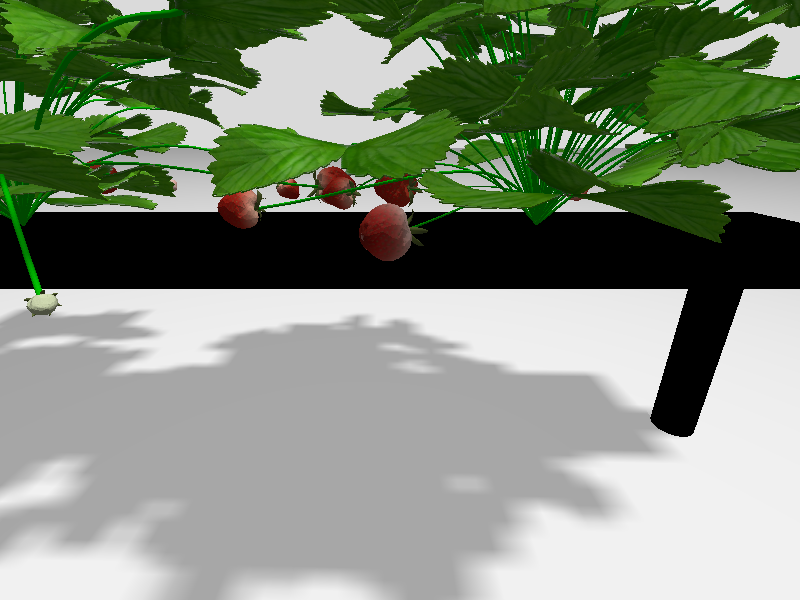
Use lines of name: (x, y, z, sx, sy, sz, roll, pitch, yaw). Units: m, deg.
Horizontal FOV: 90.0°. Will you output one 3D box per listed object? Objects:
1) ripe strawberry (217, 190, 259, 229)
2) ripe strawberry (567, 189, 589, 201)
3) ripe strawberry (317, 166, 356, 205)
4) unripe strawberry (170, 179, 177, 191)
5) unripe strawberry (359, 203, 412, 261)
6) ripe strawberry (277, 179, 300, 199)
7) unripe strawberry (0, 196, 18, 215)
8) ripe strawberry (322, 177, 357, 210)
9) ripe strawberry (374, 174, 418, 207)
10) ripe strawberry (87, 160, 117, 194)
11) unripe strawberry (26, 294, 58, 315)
ripe strawberry: (-0.133, -0.076, 0.331, 0.031, 0.033, 0.029, -2, 22, -3)
ripe strawberry: (0.213, -0.134, 0.482, 0.027, 0.028, 0.029, 14, 19, 30)
ripe strawberry: (-0.070, -0.126, 0.441, 0.041, 0.041, 0.045, -8, 24, -21)
unripe strawberry: (-0.320, -0.161, 0.561, 0.016, 0.017, 0.017, 1, 22, 2)
unripe strawberry: (-0.010, -0.041, 0.244, 0.033, 0.034, 0.030, -18, 29, -36)
ripe strawberry: (-0.132, -0.132, 0.478, 0.028, 0.025, 0.026, 28, -15, 49)
unripe strawberry: (-0.409, -0.106, 0.401, 0.040, 0.039, 0.037, 16, 27, 35)
ripe strawberry: (-0.063, -0.110, 0.413, 0.033, 0.033, 0.036, 3, 22, 22)
ripe strawberry: (-0.005, -0.121, 0.426, 0.043, 0.043, 0.047, 15, 27, 33)
ripe strawberry: (-0.408, -0.168, 0.547, 0.042, 0.044, 0.045, -8, 22, -18)
unripe strawberry: (-0.158, 0.002, 0.177, 0.011, 0.010, 0.010, -19, 30, -39)
